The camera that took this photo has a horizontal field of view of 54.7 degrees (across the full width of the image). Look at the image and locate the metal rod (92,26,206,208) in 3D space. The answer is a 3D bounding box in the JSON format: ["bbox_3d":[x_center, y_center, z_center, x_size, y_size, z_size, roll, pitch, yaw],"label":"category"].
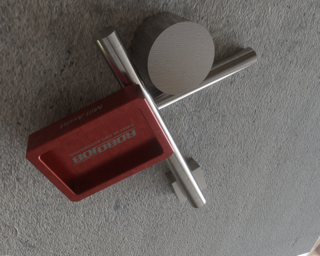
[{"bbox_3d":[0.003,0.012,0.387,0.025,0.025,0.299,-34,129,-6],"label":"metal rod"}]

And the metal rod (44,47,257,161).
[{"bbox_3d":[-0.009,-0.032,0.385,0.302,0.025,0.025,-26,128,-12],"label":"metal rod"}]

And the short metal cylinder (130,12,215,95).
[{"bbox_3d":[0.013,-0.084,0.348,0.081,0.050,0.079,-14,125,-21],"label":"short metal cylinder"}]

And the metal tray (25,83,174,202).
[{"bbox_3d":[-0.061,0.019,0.335,0.130,0.030,0.090,-26,129,3],"label":"metal tray"}]

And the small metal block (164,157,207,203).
[{"bbox_3d":[0.041,0.082,0.483,0.050,0.025,0.050,-30,129,-10],"label":"small metal block"}]
